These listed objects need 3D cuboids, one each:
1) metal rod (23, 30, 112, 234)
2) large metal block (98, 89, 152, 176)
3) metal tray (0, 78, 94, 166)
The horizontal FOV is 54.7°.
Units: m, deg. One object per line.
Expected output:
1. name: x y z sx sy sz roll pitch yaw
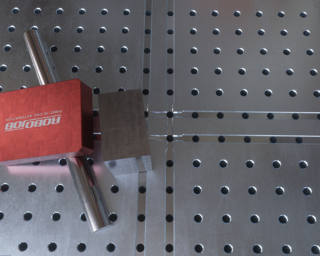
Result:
1. metal rod: -0.130 -0.009 0.413 0.025 0.025 0.299 -23 72 -8
2. large metal block: -0.041 0.008 0.379 0.050 0.080 0.080 -8 70 -3
3. metal tray: -0.150 -0.005 0.388 0.130 0.030 0.090 -8 75 13
